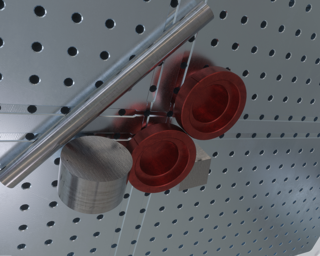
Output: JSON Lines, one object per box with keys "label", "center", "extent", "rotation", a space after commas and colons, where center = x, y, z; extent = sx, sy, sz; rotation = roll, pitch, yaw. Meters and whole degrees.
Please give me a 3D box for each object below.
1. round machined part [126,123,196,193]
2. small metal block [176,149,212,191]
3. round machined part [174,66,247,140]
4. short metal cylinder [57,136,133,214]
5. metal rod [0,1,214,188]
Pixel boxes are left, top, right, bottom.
{"label": "round machined part", "center": [-0.004, 0.036, 0.419], "extent": [0.099, 0.042, 0.097], "rotation": [-12, 122, -20]}
{"label": "small metal block", "center": [0.048, 0.065, 0.478], "extent": [0.050, 0.025, 0.050], "rotation": [-10, 123, -24]}
{"label": "round machined part", "center": [0.062, -0.036, 0.412], "extent": [0.099, 0.042, 0.097], "rotation": [-14, 124, -21]}
{"label": "short metal cylinder", "center": [-0.077, 0.053, 0.363], "extent": [0.081, 0.080, 0.050], "rotation": [-2, 126, -28]}
{"label": "metal rod", "center": [-0.061, -0.038, 0.354], "extent": [0.300, 0.025, 0.025], "rotation": [-40, 130, -1]}
